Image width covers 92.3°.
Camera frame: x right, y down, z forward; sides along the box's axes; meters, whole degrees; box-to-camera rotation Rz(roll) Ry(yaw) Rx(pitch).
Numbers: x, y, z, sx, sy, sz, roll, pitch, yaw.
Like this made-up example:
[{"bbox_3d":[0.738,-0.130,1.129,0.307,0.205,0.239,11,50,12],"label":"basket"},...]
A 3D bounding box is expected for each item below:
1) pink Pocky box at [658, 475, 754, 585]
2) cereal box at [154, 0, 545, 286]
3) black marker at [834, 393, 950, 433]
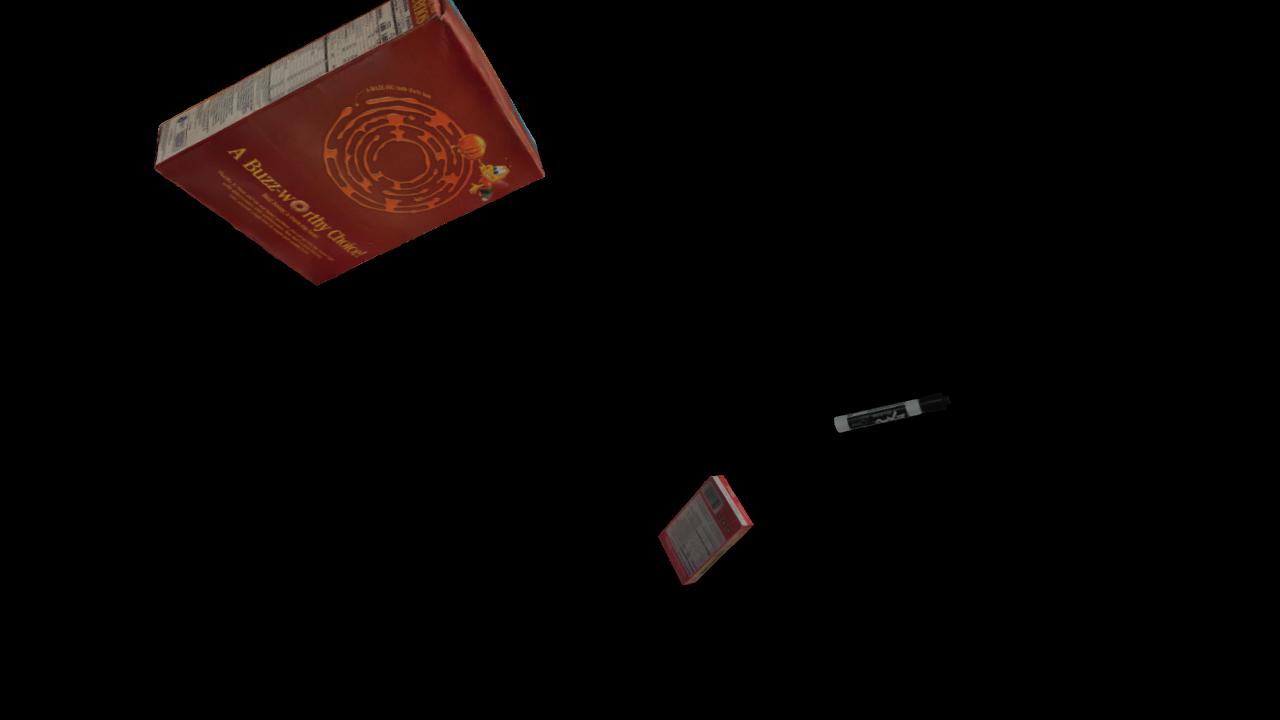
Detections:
[{"bbox_3d":[0.089,0.241,0.869,0.029,0.155,0.084,3,43,-39],"label":"pink Pocky box"},{"bbox_3d":[-0.277,-0.214,0.630,0.306,0.081,0.203,-24,-31,7],"label":"cereal box"},{"bbox_3d":[0.274,0.058,0.673,0.121,0.020,0.020,-19,-11,33],"label":"black marker"}]
